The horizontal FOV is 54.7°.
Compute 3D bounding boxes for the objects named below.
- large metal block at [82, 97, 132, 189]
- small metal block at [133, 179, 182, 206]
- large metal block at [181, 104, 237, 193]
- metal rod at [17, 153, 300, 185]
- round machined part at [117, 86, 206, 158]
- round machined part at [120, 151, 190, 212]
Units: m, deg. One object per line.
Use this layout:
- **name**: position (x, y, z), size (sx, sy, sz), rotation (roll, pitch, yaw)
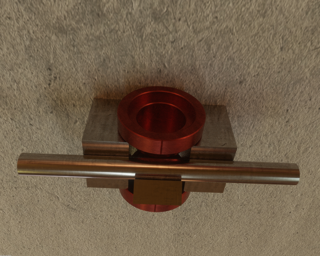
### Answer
- **large metal block**: position (-0.062, 0.019, 0.388), size (0.050, 0.080, 0.079), rotation (3, 130, -3)
- **small metal block**: position (-0.002, 0.071, 0.346), size (0.050, 0.025, 0.050), rotation (2, 171, 0)
- **large metal block**: position (0.057, 0.025, 0.395), size (0.050, 0.080, 0.079), rotation (3, 130, -3)
- **metal rod**: position (0.001, 0.046, 0.342), size (0.302, 0.025, 0.025), rotation (2, 130, -3)
- **round machined part**: position (0.001, -0.004, 0.357), size (0.099, 0.098, 0.042), rotation (3, 131, -3)
- **round machined part**: position (-0.005, 0.060, 0.411), size (0.099, 0.098, 0.042), rotation (4, 125, -3)
